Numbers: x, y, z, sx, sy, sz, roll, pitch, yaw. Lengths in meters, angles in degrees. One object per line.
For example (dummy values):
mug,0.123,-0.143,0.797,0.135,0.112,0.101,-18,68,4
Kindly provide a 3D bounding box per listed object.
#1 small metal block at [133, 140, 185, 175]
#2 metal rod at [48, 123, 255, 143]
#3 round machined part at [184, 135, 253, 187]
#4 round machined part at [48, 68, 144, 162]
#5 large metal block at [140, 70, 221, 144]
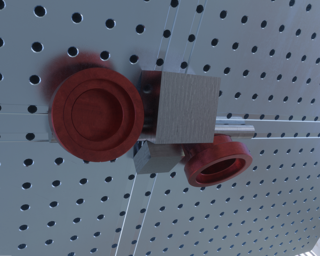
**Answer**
small metal block,-0.002,0.040,0.422,0.050,0.025,0.050,1,147,-29
metal rod,0.009,0.005,0.420,0.303,0.025,0.025,0,118,-29
round machined part,0.082,0.046,0.458,0.099,0.042,0.098,-14,148,-9
round machined part,-0.070,-0.014,0.337,0.099,0.042,0.097,-2,93,-29
large metal block,0.022,-0.026,0.376,0.081,0.050,0.079,1,100,-29
